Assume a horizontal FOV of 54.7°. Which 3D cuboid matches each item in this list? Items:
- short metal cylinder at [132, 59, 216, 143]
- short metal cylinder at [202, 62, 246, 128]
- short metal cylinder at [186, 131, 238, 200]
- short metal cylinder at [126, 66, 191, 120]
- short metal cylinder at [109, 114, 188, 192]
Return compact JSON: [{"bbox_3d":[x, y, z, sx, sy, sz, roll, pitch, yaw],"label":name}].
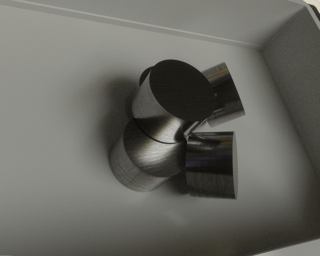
[{"bbox_3d":[0.015,-0.030,0.349,0.081,0.050,0.080,14,56,-21],"label":"short metal cylinder"},{"bbox_3d":[0.081,-0.046,0.435,0.080,0.050,0.080,-22,90,-78],"label":"short metal cylinder"},{"bbox_3d":[0.064,0.044,0.369,0.050,0.080,0.080,-2,53,17],"label":"short metal cylinder"},{"bbox_3d":[0.001,-0.035,0.411,0.081,0.050,0.080,14,56,-21],"label":"short metal cylinder"},{"bbox_3d":[-0.013,0.029,0.365,0.081,0.050,0.080,14,56,-21],"label":"short metal cylinder"}]
